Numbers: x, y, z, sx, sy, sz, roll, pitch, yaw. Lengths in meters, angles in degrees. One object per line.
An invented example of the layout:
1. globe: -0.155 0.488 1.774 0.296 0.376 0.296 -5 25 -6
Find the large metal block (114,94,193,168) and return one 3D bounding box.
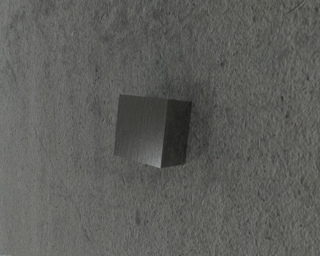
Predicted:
1. large metal block: -0.010 0.001 0.396 0.080 0.050 0.079 10 97 39
